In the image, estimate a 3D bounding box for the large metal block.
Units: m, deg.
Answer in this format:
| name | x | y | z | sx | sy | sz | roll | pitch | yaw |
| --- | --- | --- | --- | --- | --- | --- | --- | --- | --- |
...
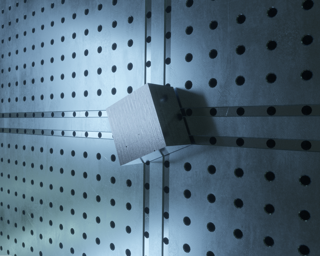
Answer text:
| name | x | y | z | sx | sy | sz | roll | pitch | yaw |
| --- | --- | --- | --- | --- | --- | --- | --- | --- | --- |
| large metal block | -0.017 | -0.003 | 0.401 | 0.080 | 0.050 | 0.080 | -26 | 74 | 36 |
